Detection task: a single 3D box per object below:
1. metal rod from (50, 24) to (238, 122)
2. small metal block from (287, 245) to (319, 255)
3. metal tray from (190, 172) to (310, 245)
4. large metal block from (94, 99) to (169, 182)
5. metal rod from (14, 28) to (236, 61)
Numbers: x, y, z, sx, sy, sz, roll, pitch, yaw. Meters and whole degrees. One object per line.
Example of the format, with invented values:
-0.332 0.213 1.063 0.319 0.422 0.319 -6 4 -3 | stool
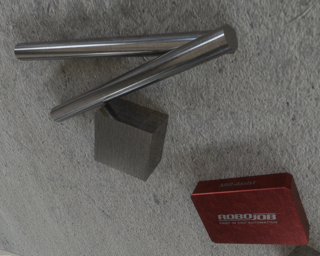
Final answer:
-0.046 -0.052 0.378 0.300 0.025 0.025 -16 111 40 | metal rod
0.201 0.190 0.418 0.050 0.025 0.050 29 128 9 | small metal block
0.117 0.110 0.409 0.130 0.030 0.090 -13 112 33 | metal tray
-0.040 0.014 0.419 0.080 0.050 0.079 20 126 16 | large metal block
-0.061 -0.098 0.376 0.301 0.025 0.025 4 120 25 | metal rod
